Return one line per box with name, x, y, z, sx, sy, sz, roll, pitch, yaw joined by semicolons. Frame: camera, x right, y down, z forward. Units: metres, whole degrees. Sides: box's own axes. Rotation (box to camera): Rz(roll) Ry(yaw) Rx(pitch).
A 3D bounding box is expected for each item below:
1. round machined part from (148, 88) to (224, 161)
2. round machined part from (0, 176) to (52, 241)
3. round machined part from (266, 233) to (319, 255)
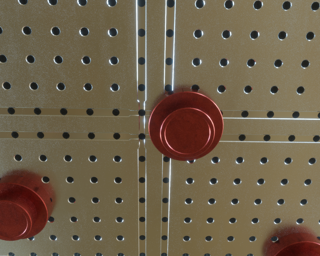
round machined part;0.034;0.000;0.405;0.099;0.042;0.097;0;110;-1
round machined part;-0.212;0.122;0.446;0.099;0.042;0.097;0;110;-1
round machined part;0.223;0.219;0.488;0.099;0.042;0.097;0;110;-1
